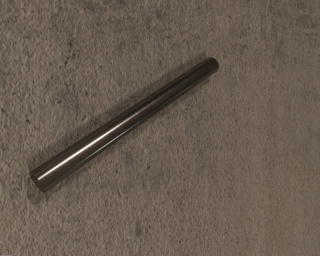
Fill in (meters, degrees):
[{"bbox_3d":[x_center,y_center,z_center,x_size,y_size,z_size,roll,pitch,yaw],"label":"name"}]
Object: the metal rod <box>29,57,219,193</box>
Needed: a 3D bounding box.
[{"bbox_3d":[-0.021,-0.021,0.389,0.302,0.025,0.025,-37,113,-34],"label":"metal rod"}]
